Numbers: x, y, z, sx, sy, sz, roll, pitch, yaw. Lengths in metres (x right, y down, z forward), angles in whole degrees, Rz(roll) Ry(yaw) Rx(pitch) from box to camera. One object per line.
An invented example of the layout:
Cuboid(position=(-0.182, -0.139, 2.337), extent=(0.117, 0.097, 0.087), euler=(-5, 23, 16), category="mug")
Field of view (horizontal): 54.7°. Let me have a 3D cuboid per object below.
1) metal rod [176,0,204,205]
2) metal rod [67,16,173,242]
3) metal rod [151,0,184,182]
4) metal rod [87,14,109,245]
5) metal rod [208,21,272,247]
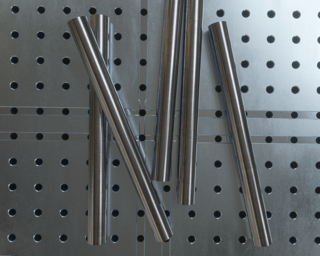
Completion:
Cuboid(position=(0.040, -0.049, 0.413), extent=(0.025, 0.025, 0.298), euler=(3, 90, -1), category="metal rod")
Cuboid(position=(-0.047, 0.007, 0.396), extent=(0.025, 0.025, 0.298), euler=(-21, 97, 0), category="metal rod")
Cuboid(position=(0.012, -0.079, 0.413), extent=(0.025, 0.025, 0.298), euler=(4, 90, -1), category="metal rod")
Cuboid(position=(-0.082, 0.002, 0.412), extent=(0.025, 0.025, 0.298), euler=(1, 90, -1), category="metal rod")
Cuboid(position=(0.107, 0.008, 0.414), extent=(0.025, 0.025, 0.298), euler=(-12, 90, 0), category="metal rod")
